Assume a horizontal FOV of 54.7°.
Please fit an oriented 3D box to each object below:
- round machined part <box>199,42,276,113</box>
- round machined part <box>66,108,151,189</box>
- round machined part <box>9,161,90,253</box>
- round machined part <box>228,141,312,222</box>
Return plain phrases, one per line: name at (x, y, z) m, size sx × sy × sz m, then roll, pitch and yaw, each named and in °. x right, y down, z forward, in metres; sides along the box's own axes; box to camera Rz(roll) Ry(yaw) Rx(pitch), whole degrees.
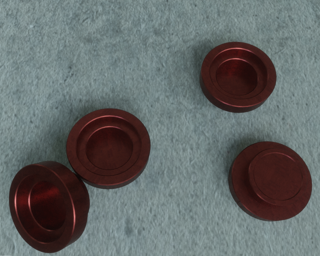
round machined part at (0.103, -0.065, 0.424) m, size 0.099 × 0.042 × 0.098 m, roll 0°, pitch 70°, yaw -1°
round machined part at (-0.062, 0.028, 0.384) m, size 0.099 × 0.042 × 0.098 m, roll 2°, pitch 65°, yaw -5°
round machined part at (-0.119, 0.085, 0.350) m, size 0.098 × 0.042 × 0.097 m, roll 3°, pitch 96°, yaw 27°
round machined part at (0.137, 0.062, 0.378) m, size 0.099 × 0.042 × 0.098 m, roll 0°, pitch 70°, yaw -1°
